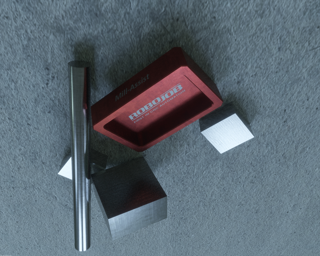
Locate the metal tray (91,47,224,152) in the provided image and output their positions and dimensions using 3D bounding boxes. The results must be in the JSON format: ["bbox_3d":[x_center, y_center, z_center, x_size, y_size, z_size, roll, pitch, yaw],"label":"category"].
[{"bbox_3d":[-0.004,-0.026,0.363,0.130,0.030,0.090,-31,141,22],"label":"metal tray"}]

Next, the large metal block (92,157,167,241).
[{"bbox_3d":[-0.044,0.096,0.435,0.081,0.080,0.050,-17,133,-19],"label":"large metal block"}]

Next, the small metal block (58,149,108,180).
[{"bbox_3d":[-0.112,0.054,0.451,0.050,0.025,0.050,29,124,-23],"label":"small metal block"}]

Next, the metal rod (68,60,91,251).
[{"bbox_3d":[-0.106,0.057,0.419,0.025,0.025,0.298,5,120,-5],"label":"metal rod"}]

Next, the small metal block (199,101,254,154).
[{"bbox_3d":[0.087,0.001,0.409,0.050,0.025,0.050,-31,124,23],"label":"small metal block"}]
